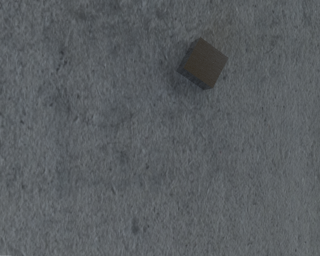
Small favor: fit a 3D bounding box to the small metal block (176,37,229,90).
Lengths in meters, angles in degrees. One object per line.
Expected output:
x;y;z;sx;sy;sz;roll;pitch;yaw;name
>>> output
0.059;-0.088;0.430;0.050;0.025;0.050;31;80;-17;small metal block
